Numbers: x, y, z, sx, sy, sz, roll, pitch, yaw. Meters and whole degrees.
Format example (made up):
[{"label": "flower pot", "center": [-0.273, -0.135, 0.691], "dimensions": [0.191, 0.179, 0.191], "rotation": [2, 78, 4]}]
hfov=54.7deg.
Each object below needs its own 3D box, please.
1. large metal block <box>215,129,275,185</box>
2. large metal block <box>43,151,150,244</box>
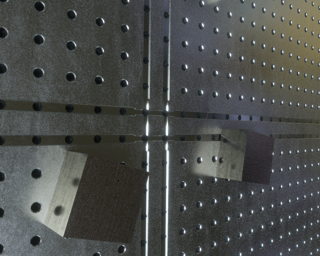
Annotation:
[{"label": "large metal block", "center": [0.143, 0.049, 0.516], "dimensions": [0.081, 0.050, 0.080], "rotation": [15, 81, -39]}, {"label": "large metal block", "center": [-0.067, 0.076, 0.338], "dimensions": [0.080, 0.050, 0.080], "rotation": [23, 75, -38]}]
